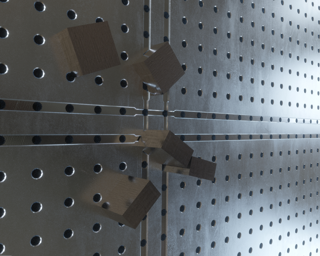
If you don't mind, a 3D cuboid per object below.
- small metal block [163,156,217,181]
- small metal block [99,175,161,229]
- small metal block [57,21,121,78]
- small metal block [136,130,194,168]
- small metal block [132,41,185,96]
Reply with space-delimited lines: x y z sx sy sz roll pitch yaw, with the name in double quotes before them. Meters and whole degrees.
"small metal block" 0.041 0.055 0.430 0.050 0.050 0.025 19 78 -39
"small metal block" -0.036 0.085 0.365 0.050 0.050 0.025 -50 120 -29
"small metal block" -0.078 -0.088 0.345 0.050 0.025 0.050 -26 107 -37
"small metal block" 0.006 0.026 0.400 0.050 0.050 0.025 40 66 -33
"small metal block" -0.001 -0.078 0.411 0.050 0.025 0.050 -47 119 -30
